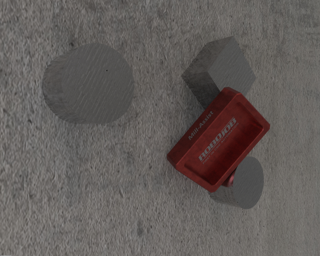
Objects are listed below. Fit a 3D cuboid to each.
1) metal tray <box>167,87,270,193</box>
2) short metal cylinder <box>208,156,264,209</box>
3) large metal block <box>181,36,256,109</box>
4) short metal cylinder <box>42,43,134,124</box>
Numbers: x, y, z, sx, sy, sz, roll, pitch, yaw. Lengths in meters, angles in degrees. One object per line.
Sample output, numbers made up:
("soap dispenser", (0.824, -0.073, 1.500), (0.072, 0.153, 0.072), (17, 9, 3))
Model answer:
("metal tray", (0.084, 0.019, 0.435), (0.090, 0.030, 0.130), (38, 94, -34))
("short metal cylinder", (0.119, 0.083, 0.489), (0.081, 0.050, 0.079), (0, 90, -40))
("large metal block", (0.090, -0.076, 0.464), (0.080, 0.050, 0.080), (51, 60, -28))
("short metal cylinder", (-0.075, -0.044, 0.326), (0.081, 0.050, 0.079), (0, 90, -40))
